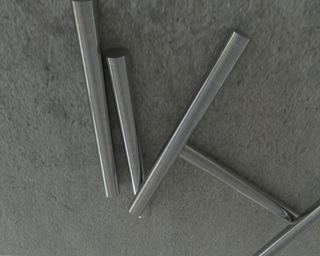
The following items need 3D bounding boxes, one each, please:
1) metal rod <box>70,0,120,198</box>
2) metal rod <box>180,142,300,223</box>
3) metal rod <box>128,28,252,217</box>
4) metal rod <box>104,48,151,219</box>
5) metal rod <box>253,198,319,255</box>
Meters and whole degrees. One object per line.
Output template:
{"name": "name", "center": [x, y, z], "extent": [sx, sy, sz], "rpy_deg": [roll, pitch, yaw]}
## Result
{"name": "metal rod", "center": [-0.075, -0.012, 0.395], "extent": [0.025, 0.025, 0.298], "rpy_deg": [0, 130, -1]}
{"name": "metal rod", "center": [0.143, 0.099, 0.493], "extent": [0.301, 0.025, 0.025], "rpy_deg": [32, 123, -25]}
{"name": "metal rod", "center": [0.024, 0.013, 0.400], "extent": [0.025, 0.025, 0.298], "rpy_deg": [19, 122, -16]}
{"name": "metal rod", "center": [-0.037, 0.031, 0.433], "extent": [0.025, 0.025, 0.298], "rpy_deg": [-3, 130, 2]}
{"name": "metal rod", "center": [0.257, 0.132, 0.498], "extent": [0.025, 0.025, 0.298], "rpy_deg": [25, 118, -20]}
